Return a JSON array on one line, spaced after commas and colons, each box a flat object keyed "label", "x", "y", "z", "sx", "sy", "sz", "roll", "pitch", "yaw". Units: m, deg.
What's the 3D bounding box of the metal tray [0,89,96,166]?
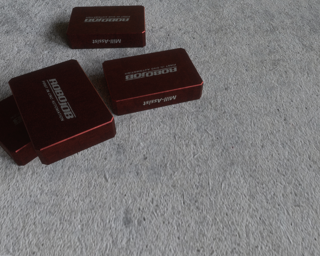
[{"label": "metal tray", "x": -0.157, "y": -0.020, "z": 0.415, "sx": 0.090, "sy": 0.030, "sz": 0.131, "roll": 36, "pitch": 58, "yaw": 26}]

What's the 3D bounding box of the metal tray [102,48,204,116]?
[{"label": "metal tray", "x": -0.013, "y": -0.072, "z": 0.460, "sx": 0.131, "sy": 0.030, "sz": 0.090, "roll": -12, "pitch": 51, "yaw": -11}]

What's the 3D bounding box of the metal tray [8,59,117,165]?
[{"label": "metal tray", "x": -0.122, "y": -0.026, "z": 0.381, "sx": 0.091, "sy": 0.030, "sz": 0.130, "roll": -24, "pitch": 54, "yaw": -19}]

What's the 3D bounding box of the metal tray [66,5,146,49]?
[{"label": "metal tray", "x": -0.092, "y": -0.181, "z": 0.551, "sx": 0.131, "sy": 0.030, "sz": 0.090, "roll": -2, "pitch": 50, "yaw": -2}]
